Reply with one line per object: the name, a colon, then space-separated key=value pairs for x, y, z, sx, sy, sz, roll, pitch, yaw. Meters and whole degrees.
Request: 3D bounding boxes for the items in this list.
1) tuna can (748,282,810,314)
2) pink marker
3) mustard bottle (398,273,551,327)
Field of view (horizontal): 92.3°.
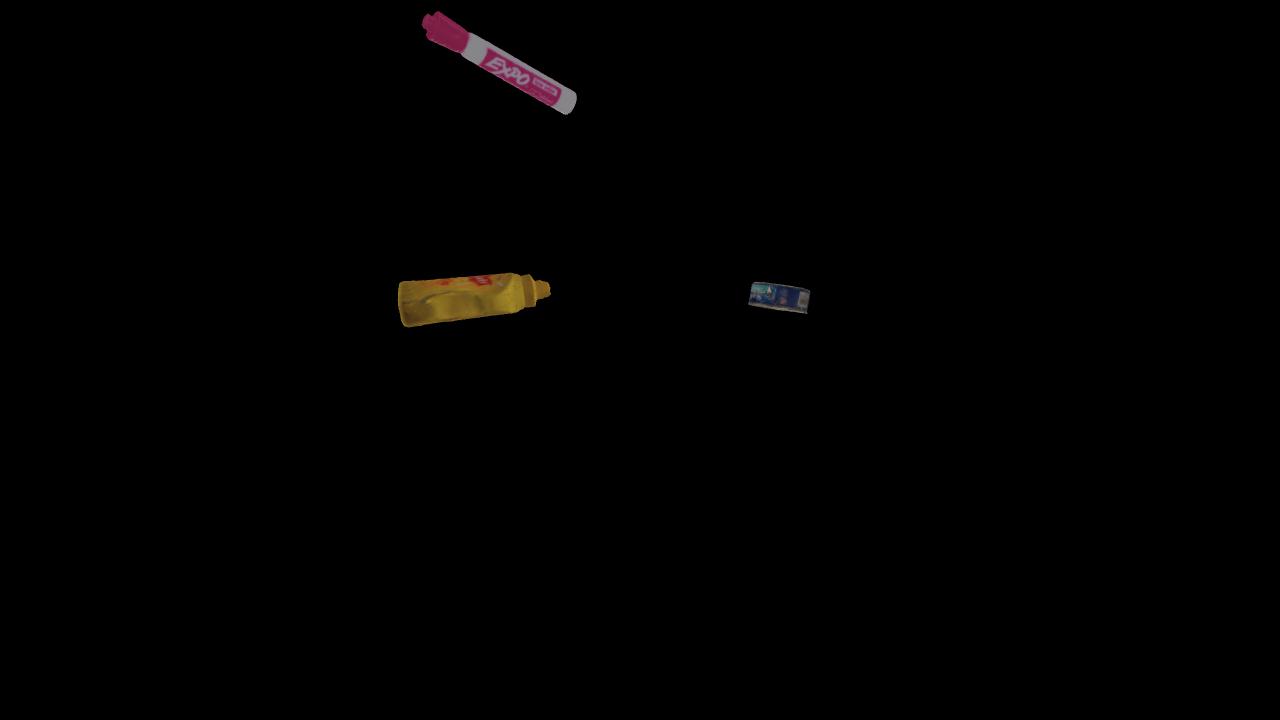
tuna can: x=0.198 y=-0.089 z=0.874 sx=0.084 sy=0.034 sz=0.084 roll=9 pitch=6 yaw=-1
pink marker: x=-0.098 y=-0.212 z=0.442 sx=0.121 sy=0.020 sz=0.020 roll=13 pitch=-9 yaw=-43
mustard bottle: x=-0.204 y=-0.080 z=0.777 sx=0.184 sy=0.054 sz=0.092 roll=-8 pitch=17 yaw=-14
